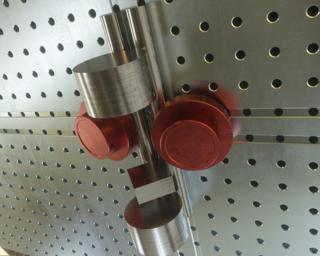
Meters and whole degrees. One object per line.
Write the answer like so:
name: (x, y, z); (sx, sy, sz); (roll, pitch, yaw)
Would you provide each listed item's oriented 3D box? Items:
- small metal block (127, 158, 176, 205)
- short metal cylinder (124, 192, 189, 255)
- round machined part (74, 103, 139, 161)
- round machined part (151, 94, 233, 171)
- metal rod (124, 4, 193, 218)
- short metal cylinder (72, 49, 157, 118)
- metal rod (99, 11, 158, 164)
small metal block: (-0.013, 0.070, 0.415); (0.050, 0.050, 0.025); (-17, 116, -10)
short metal cylinder: (-0.004, 0.129, 0.430); (0.080, 0.080, 0.050); (1, 119, 28)
round machined part: (-0.080, 0.005, 0.430); (0.098, 0.042, 0.097); (24, 132, 30)
round machined part: (0.037, 0.012, 0.371); (0.098, 0.042, 0.097); (4, 118, 9)
metal rod: (0.005, -0.003, 0.406); (0.025, 0.025, 0.298); (1, 119, 28)
short metal cylinder: (-0.048, -0.051, 0.341); (0.080, 0.080, 0.050); (1, 119, 28)
metal rod: (-0.026, -0.002, 0.423); (0.025, 0.025, 0.298); (1, 119, 28)
